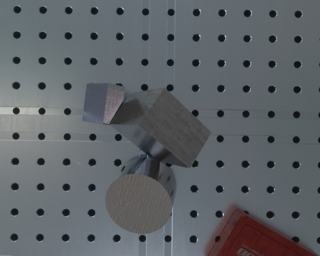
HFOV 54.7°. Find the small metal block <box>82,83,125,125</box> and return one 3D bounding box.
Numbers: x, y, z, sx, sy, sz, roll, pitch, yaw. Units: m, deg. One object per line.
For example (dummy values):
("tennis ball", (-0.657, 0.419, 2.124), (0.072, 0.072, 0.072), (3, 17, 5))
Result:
("small metal block", (-0.073, -0.030, 0.398), (0.025, 0.050, 0.050), (7, 90, -44))

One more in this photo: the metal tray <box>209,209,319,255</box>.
("metal tray", (0.139, 0.180, 0.411), (0.130, 0.030, 0.090), (30, 90, 0))

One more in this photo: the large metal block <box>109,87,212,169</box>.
("large metal block", (-0.001, 0.000, 0.367), (0.080, 0.080, 0.050), (41, 71, -25))

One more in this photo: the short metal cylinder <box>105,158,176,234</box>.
("short metal cylinder", (-0.022, 0.084, 0.389), (0.080, 0.050, 0.079), (3, 107, 9))
